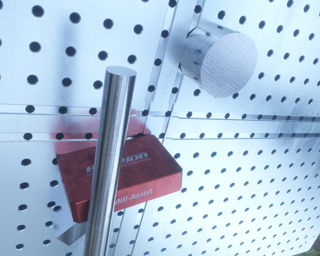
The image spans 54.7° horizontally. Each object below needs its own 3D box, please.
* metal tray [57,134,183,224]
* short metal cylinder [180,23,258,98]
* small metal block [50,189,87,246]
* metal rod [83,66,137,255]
[{"bbox_3d":[-0.049,0.055,0.377,0.131,0.090,0.030,-13,124,-22],"label":"metal tray"},{"bbox_3d":[0.072,-0.084,0.384,0.081,0.050,0.079,-14,125,-21],"label":"short metal cylinder"},{"bbox_3d":[-0.112,0.115,0.407,0.050,0.050,0.025,-38,130,-3],"label":"small metal block"},{"bbox_3d":[-0.060,0.085,0.313,0.025,0.025,0.298,-2,120,-28],"label":"metal rod"}]
